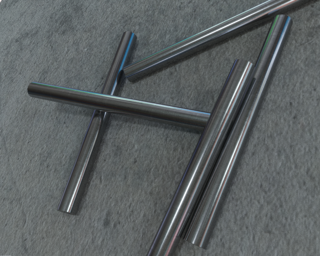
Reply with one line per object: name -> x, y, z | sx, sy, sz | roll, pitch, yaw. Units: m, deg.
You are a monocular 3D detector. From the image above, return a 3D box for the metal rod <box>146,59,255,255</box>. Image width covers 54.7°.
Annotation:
metal rod -> 0.034, 0.060, 0.330 | 0.025, 0.025, 0.299 | 18, 77, 35

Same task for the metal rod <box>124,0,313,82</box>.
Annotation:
metal rod -> 0.085, -0.136, 0.441 | 0.301, 0.025, 0.025 | -22, 54, 14

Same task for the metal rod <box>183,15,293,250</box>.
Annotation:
metal rod -> 0.097, -0.011, 0.358 | 0.025, 0.025, 0.300 | 14, 69, 33

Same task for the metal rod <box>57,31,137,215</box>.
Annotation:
metal rod -> -0.086, -0.023, 0.460 | 0.025, 0.025, 0.300 | 1, 62, 28

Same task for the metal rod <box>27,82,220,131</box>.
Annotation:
metal rod -> -0.063, -0.032, 0.427 | 0.301, 0.025, 0.025 | 12, 68, 23
